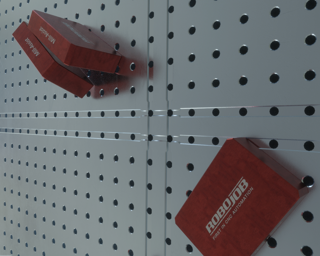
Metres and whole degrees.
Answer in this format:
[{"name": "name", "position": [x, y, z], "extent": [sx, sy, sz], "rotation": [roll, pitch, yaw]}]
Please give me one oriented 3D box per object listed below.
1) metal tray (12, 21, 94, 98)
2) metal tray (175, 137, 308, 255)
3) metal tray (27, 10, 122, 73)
[{"name": "metal tray", "position": [-0.175, -0.111, 0.510], "extent": [0.030, 0.090, 0.130], "rotation": [-47, 60, 7]}, {"name": "metal tray", "position": [0.082, 0.086, 0.339], "extent": [0.090, 0.030, 0.129], "rotation": [43, 116, 31]}, {"name": "metal tray", "position": [-0.132, -0.133, 0.477], "extent": [0.130, 0.091, 0.030], "rotation": [42, 116, 32]}]
